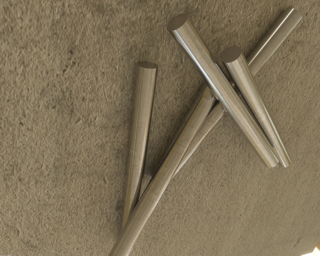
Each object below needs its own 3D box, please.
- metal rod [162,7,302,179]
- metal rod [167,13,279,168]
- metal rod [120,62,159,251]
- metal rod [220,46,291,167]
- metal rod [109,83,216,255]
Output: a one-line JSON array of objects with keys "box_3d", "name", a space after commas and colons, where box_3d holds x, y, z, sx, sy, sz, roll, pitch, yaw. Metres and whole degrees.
[{"box_3d": [0.087, -0.035, 0.432, 0.025, 0.025, 0.299, 31, 101, -38], "name": "metal rod"}, {"box_3d": [0.099, -0.027, 0.410, 0.025, 0.025, 0.300, -44, 130, 2], "name": "metal rod"}, {"box_3d": [-0.034, 0.058, 0.423, 0.025, 0.025, 0.298, -6, 121, -26], "name": "metal rod"}, {"box_3d": [0.154, -0.012, 0.461, 0.025, 0.025, 0.300, -44, 136, 2], "name": "metal rod"}, {"box_3d": [0.002, 0.070, 0.426, 0.025, 0.025, 0.299, 24, 98, -37], "name": "metal rod"}]
